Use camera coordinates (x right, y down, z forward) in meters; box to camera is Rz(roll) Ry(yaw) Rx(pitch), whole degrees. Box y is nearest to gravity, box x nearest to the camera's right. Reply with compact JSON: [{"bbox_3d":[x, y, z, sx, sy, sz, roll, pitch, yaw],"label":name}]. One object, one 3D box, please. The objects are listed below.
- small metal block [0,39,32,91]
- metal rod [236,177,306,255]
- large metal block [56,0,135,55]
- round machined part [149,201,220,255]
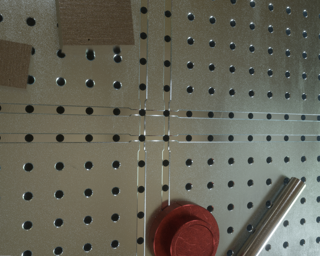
[{"bbox_3d":[-0.174,-0.071,0.348,0.050,0.025,0.050,7,88,-20],"label":"small metal block"},{"bbox_3d":[0.126,0.196,0.461,0.025,0.025,0.300,45,76,-15],"label":"metal rod"},{"bbox_3d":[-0.079,-0.133,0.370,0.081,0.050,0.079,-6,92,-20],"label":"large metal block"},{"bbox_3d":[0.038,0.153,0.419,0.099,0.042,0.097,0,90,-20],"label":"round machined part"}]
